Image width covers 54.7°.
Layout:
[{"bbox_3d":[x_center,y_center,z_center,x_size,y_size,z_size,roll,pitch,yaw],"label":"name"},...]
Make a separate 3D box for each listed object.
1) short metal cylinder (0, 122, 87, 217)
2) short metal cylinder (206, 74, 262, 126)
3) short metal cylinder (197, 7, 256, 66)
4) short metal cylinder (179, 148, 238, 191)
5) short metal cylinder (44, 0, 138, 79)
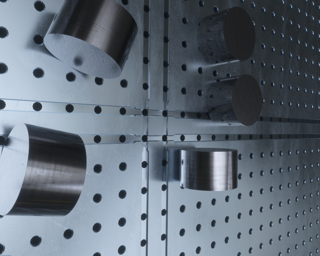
[{"bbox_3d":[-0.110,0.039,0.282,0.050,0.080,0.080,16,80,-39],"label":"short metal cylinder"},{"bbox_3d":[0.119,-0.043,0.496,0.081,0.050,0.079,0,90,-40],"label":"short metal cylinder"},{"bbox_3d":[0.104,-0.141,0.482,0.081,0.050,0.079,0,91,-40],"label":"short metal cylinder"},{"bbox_3d":[0.067,0.055,0.432,0.081,0.080,0.050,1,90,-40],"label":"short metal cylinder"},{"bbox_3d":[-0.069,-0.092,0.317,0.080,0.080,0.050,30,71,-36],"label":"short metal cylinder"}]
